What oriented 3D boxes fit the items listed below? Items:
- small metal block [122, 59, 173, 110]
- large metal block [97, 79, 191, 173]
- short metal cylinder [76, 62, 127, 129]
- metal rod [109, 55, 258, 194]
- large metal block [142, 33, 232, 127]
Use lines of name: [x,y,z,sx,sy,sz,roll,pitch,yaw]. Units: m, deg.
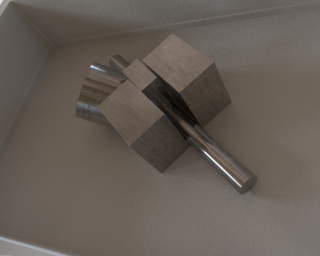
small metal block: [-0.015,-0.054,0.398,0.025,0.050,0.050,-42,51,0]
large metal block: [-0.019,-0.001,0.379,0.050,0.080,0.080,-43,51,-1]
short metal cylinder: [-0.078,-0.045,0.427,0.050,0.080,0.080,18,66,-7]
metal rod: [0.010,-0.025,0.414,0.025,0.025,0.300,-43,51,-2]
large metal block: [0.035,-0.058,0.386,0.050,0.080,0.080,-42,51,-1]
